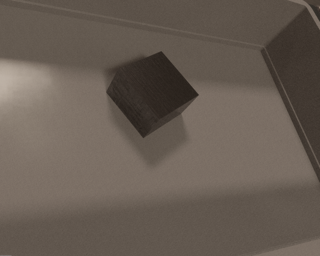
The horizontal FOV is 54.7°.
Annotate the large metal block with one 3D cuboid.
[{"bbox_3d":[-0.010,-0.046,0.414,0.081,0.050,0.080,-33,81,-38],"label":"large metal block"}]
